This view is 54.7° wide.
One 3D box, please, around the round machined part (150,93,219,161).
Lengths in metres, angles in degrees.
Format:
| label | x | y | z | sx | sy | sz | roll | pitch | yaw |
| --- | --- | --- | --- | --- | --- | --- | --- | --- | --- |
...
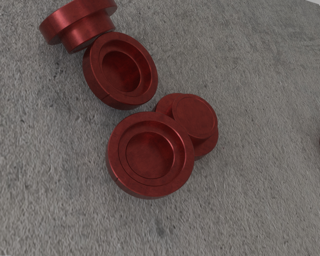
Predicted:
| label | x | y | z | sx | sy | sz | roll | pitch | yaw |
| --- | --- | --- | --- | --- | --- | --- | --- | --- | --- |
| round machined part | 0.038 | -0.007 | 0.418 | 0.099 | 0.042 | 0.098 | 14 | 56 | -21 |

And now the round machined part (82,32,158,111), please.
| label | x | y | z | sx | sy | sz | roll | pitch | yaw |
| --- | --- | --- | --- | --- | --- | --- | --- | --- | --- |
| round machined part | -0.054 | -0.068 | 0.394 | 0.099 | 0.042 | 0.098 | 16 | 64 | -36 |

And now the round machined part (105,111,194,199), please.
| label | x | y | z | sx | sy | sz | roll | pitch | yaw |
| --- | --- | --- | --- | --- | --- | --- | --- | --- | --- |
| round machined part | -0.014 | 0.034 | 0.357 | 0.099 | 0.042 | 0.098 | 7 | 66 | -15 |

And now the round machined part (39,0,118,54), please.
| label | x | y | z | sx | sy | sz | roll | pitch | yaw |
| --- | --- | --- | --- | --- | --- | --- | --- | --- | --- |
| round machined part | -0.095 | -0.127 | 0.388 | 0.099 | 0.098 | 0.042 | -40 | 107 | -39 |
